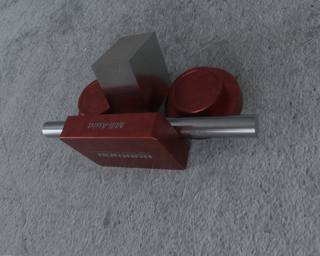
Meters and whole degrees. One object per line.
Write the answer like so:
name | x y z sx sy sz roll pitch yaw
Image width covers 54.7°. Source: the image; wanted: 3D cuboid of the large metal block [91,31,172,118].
large metal block | -0.030 -0.064 0.390 0.050 0.080 0.080 -2 37 26

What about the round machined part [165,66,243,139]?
round machined part | 0.050 -0.038 0.389 0.098 0.042 0.098 -13 56 20

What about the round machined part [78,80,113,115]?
round machined part | -0.080 -0.036 0.454 0.098 0.042 0.098 -13 56 20

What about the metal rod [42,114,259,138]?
metal rod | -0.032 0.000 0.394 0.300 0.025 0.025 -1 61 27

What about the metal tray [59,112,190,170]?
metal tray | -0.041 0.018 0.372 0.130 0.090 0.030 -1 62 27
